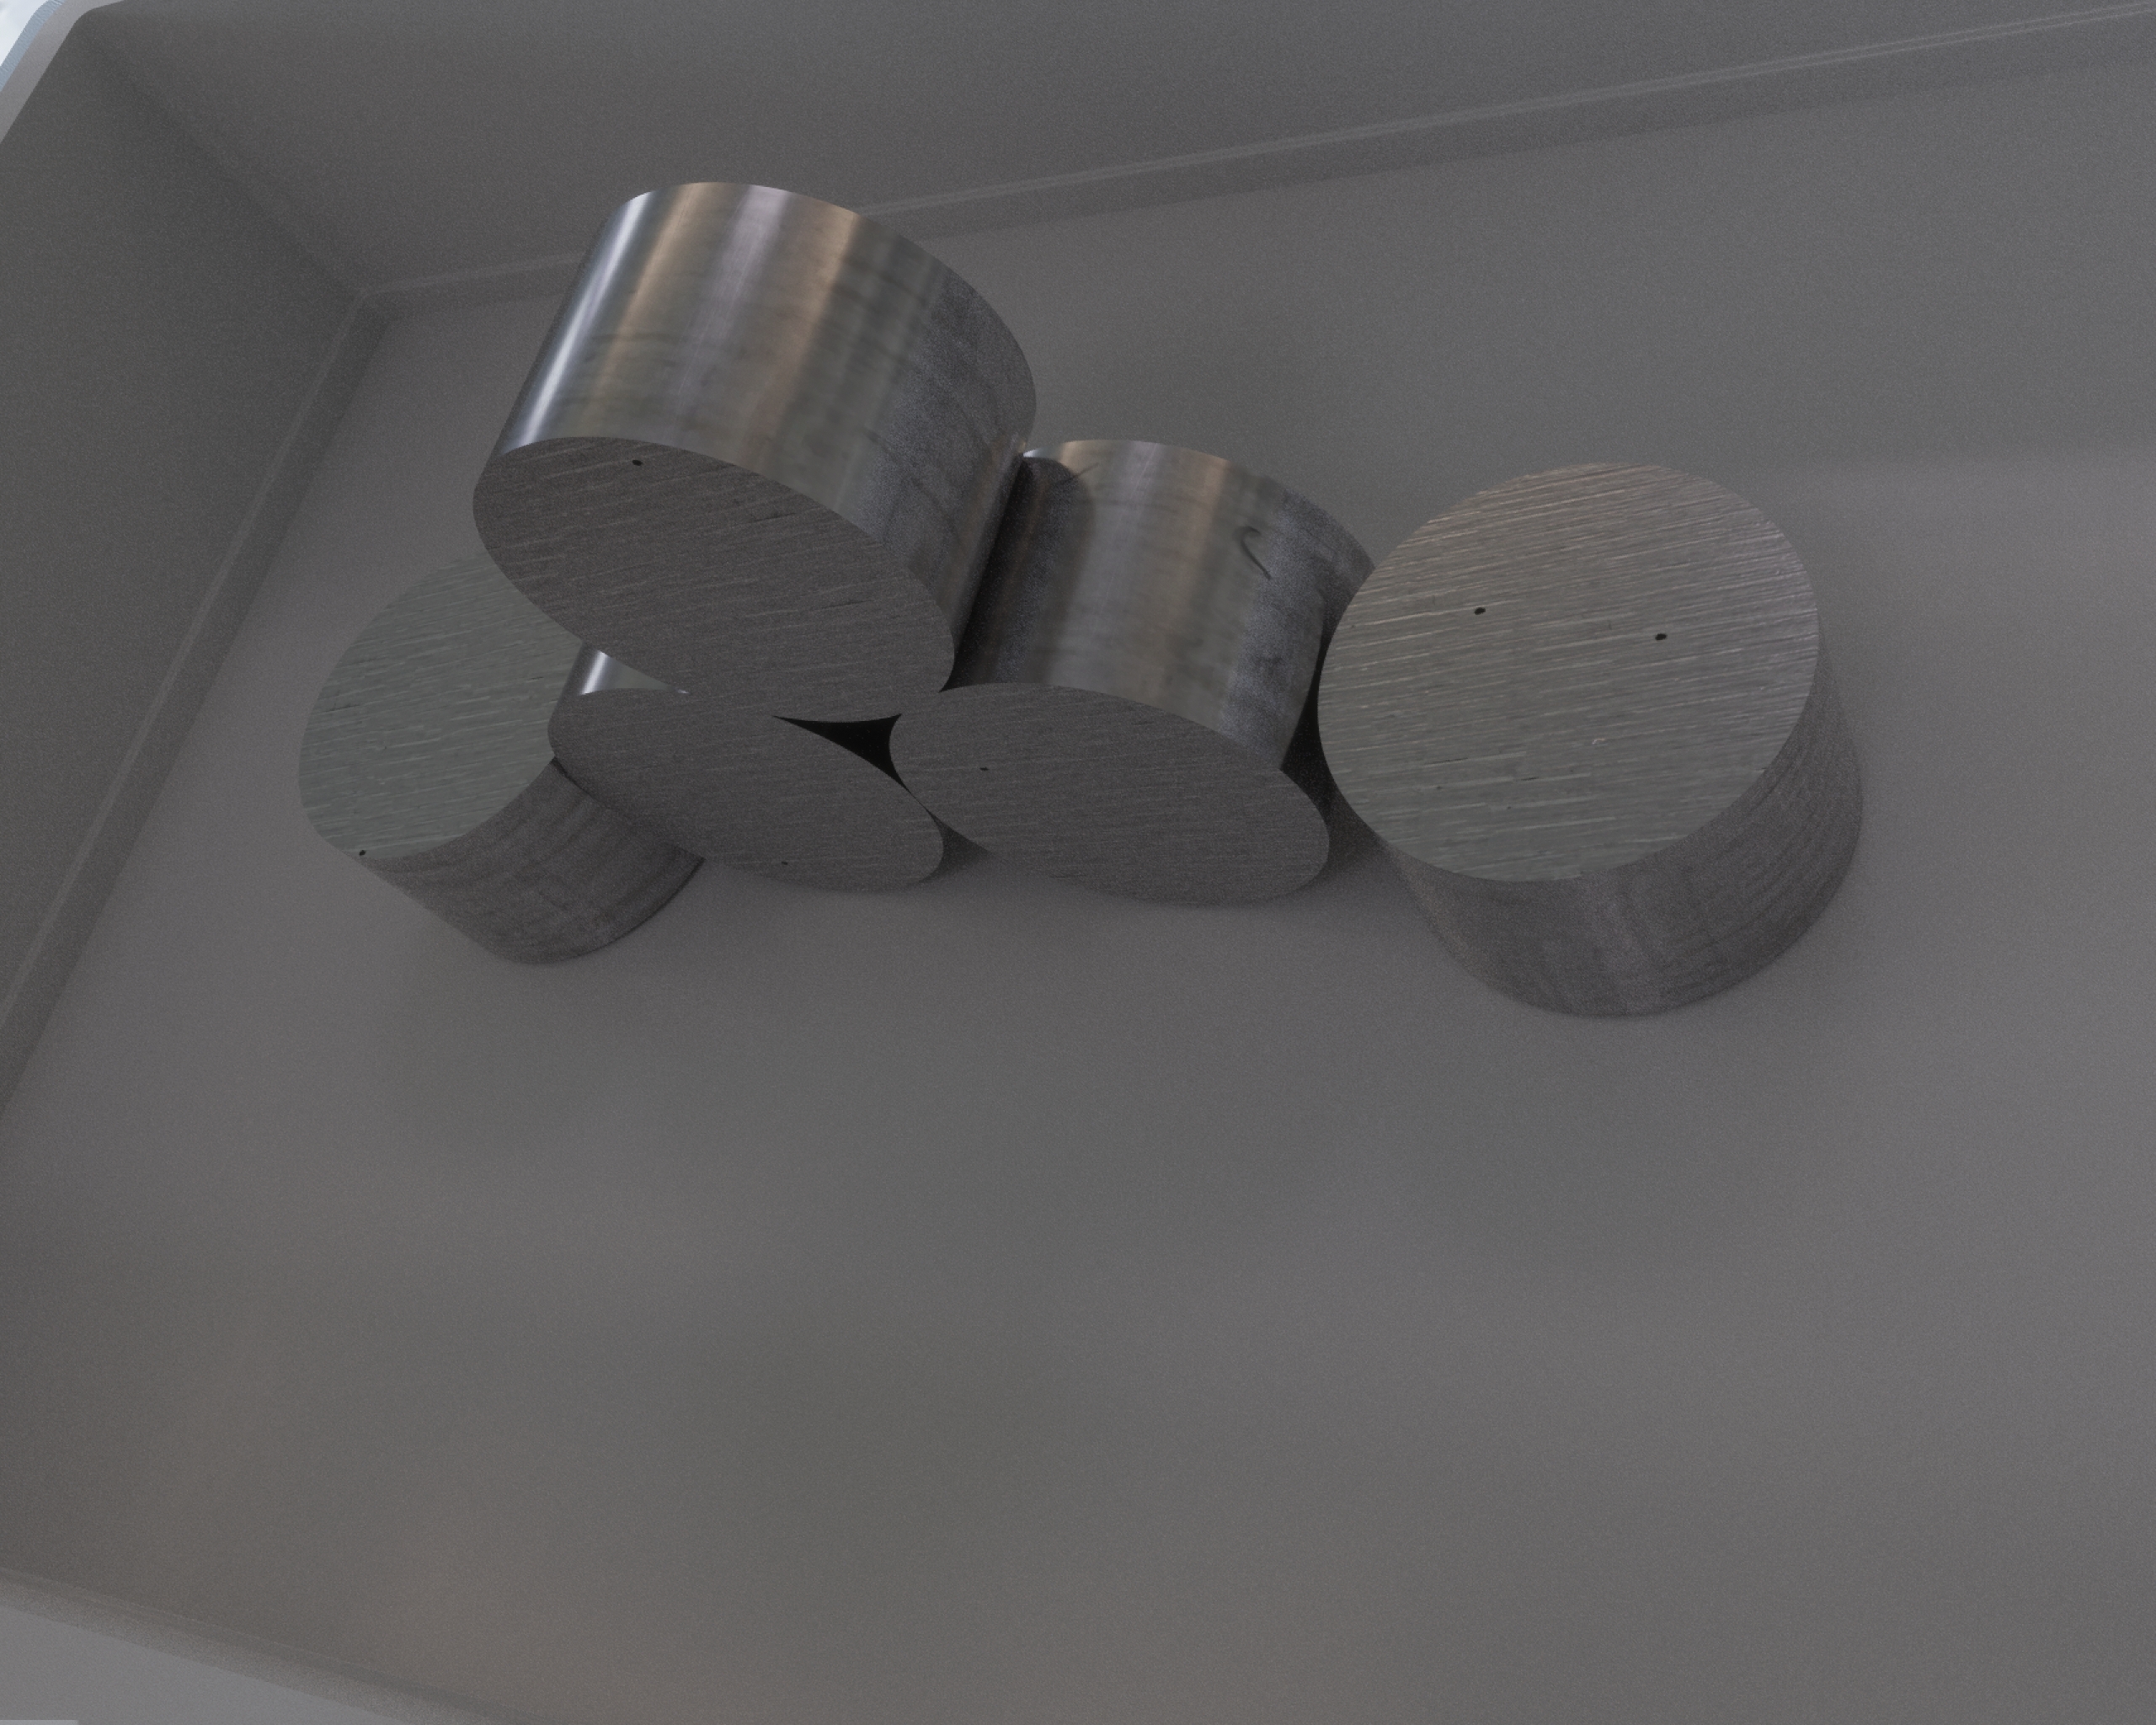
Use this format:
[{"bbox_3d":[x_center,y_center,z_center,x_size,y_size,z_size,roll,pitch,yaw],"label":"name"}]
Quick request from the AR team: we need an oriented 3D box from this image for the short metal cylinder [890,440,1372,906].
[{"bbox_3d":[0.012,-0.032,0.382,0.080,0.080,0.050,2,63,29],"label":"short metal cylinder"}]

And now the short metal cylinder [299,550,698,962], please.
[{"bbox_3d":[-0.125,-0.024,0.468,0.080,0.050,0.080,-13,56,21],"label":"short metal cylinder"}]

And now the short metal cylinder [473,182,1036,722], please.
[{"bbox_3d":[-0.052,-0.066,0.348,0.080,0.080,0.050,2,63,29],"label":"short metal cylinder"}]

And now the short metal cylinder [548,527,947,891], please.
[{"bbox_3d":[-0.059,-0.035,0.420,0.080,0.080,0.050,2,63,29],"label":"short metal cylinder"}]

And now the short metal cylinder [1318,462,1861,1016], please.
[{"bbox_3d":[0.087,-0.021,0.354,0.080,0.050,0.080,-13,56,21],"label":"short metal cylinder"}]
